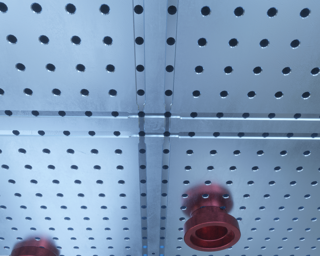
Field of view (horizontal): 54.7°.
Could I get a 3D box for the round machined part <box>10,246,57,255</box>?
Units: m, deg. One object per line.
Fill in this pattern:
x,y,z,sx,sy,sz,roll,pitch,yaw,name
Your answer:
-0.266,0.290,0.644,0.099,0.042,0.097,-1,130,0,round machined part

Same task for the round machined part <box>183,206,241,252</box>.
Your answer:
0.090,0.177,0.553,0.099,0.042,0.097,-1,130,0,round machined part
